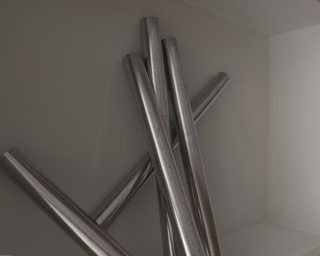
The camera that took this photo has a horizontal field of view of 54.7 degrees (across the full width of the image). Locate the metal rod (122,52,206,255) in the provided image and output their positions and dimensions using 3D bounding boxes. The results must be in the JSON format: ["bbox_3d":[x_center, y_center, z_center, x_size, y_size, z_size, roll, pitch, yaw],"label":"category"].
[{"bbox_3d":[0.008,0.050,0.337,0.025,0.025,0.299,-2,67,-40],"label":"metal rod"}]

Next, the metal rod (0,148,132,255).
[{"bbox_3d":[-0.032,0.127,0.279,0.300,0.025,0.025,41,59,5],"label":"metal rod"}]

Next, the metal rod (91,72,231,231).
[{"bbox_3d":[0.013,0.018,0.419,0.301,0.025,0.025,-48,119,-30],"label":"metal rod"}]

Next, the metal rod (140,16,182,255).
[{"bbox_3d":[0.002,0.010,0.382,0.025,0.025,0.298,-1,82,-40],"label":"metal rod"}]

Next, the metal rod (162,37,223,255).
[{"bbox_3d":[0.038,0.027,0.391,0.025,0.025,0.299,-1,76,-40],"label":"metal rod"}]
